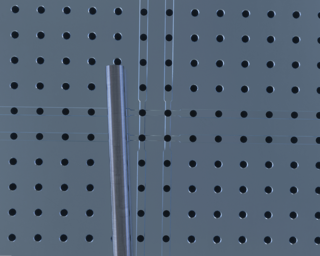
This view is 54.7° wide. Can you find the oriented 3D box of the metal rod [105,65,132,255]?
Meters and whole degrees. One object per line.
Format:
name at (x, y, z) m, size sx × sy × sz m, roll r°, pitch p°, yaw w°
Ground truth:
metal rod at (-0.054, 0.067, 0.412) m, size 0.025 × 0.025 × 0.298 m, roll -2°, pitch 90°, yaw -1°
